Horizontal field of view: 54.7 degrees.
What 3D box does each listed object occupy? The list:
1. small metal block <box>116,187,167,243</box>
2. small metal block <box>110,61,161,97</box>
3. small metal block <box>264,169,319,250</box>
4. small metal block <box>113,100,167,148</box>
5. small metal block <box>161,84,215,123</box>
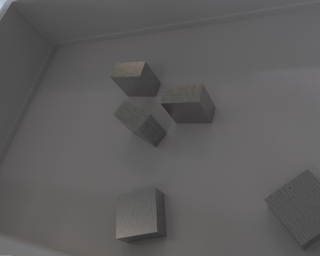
[{"bbox_3d":[-0.022,0.100,0.356,0.050,0.025,0.050,-16,55,19],"label":"small metal block"},{"bbox_3d":[-0.035,-0.070,0.451,0.050,0.050,0.025,3,64,30],"label":"small metal block"},{"bbox_3d":[0.136,0.075,0.288,0.050,0.025,0.050,-37,51,4],"label":"small metal block"},{"bbox_3d":[-0.026,-0.005,0.407,0.050,0.050,0.025,30,79,38],"label":"small metal block"},{"bbox_3d":[0.036,-0.029,0.388,0.050,0.050,0.025,0,62,28],"label":"small metal block"}]
